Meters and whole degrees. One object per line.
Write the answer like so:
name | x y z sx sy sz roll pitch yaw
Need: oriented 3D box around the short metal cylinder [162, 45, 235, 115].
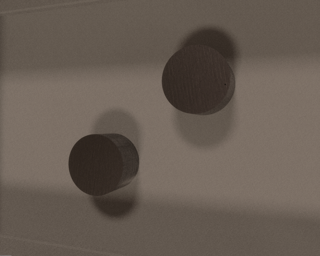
short metal cylinder | 0.049 -0.056 0.380 0.080 0.050 0.079 0 90 19

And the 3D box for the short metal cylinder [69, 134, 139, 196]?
short metal cylinder | -0.076 0.048 0.423 0.080 0.050 0.079 0 90 19
